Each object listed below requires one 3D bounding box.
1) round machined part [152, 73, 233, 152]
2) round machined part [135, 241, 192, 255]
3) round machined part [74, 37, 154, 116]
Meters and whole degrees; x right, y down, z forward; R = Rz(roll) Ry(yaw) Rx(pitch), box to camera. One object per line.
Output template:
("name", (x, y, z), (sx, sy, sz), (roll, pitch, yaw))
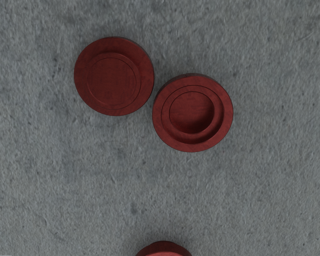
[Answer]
("round machined part", (0.040, -0.022, 0.393), (0.099, 0.042, 0.097), (0, 110, -1))
("round machined part", (0.006, 0.216, 0.481), (0.099, 0.042, 0.097), (0, 110, -1))
("round machined part", (-0.056, -0.060, 0.378), (0.099, 0.042, 0.097), (0, 110, -1))
